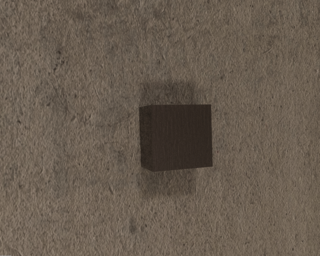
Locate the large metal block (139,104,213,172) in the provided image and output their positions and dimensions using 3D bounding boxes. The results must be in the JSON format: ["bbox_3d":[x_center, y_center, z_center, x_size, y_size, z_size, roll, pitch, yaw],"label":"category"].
[{"bbox_3d":[0.020,0.011,0.404,0.081,0.050,0.079,-2,91,-20],"label":"large metal block"}]
